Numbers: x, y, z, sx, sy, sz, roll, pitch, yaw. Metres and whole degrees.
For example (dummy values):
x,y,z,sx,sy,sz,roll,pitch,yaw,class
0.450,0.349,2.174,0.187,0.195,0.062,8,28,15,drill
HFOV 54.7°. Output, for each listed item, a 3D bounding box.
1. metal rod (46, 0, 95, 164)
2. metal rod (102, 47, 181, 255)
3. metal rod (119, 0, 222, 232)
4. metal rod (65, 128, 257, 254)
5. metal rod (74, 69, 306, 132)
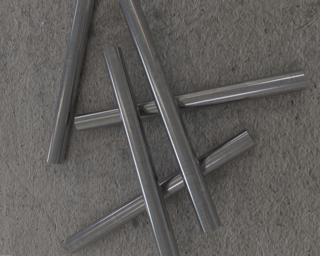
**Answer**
x,y,z,sx,sy,sz,roll,pitch,yaw,class
-0.126,-0.095,0.453,0.025,0.025,0.298,14,95,19,metal rod
-0.021,0.042,0.388,0.025,0.025,0.299,-18,84,19,metal rod
0.010,-0.023,0.377,0.025,0.025,0.299,-22,83,19,metal rod
-0.010,0.091,0.412,0.300,0.025,0.025,-34,79,16,metal rod
0.023,-0.031,0.400,0.301,0.025,0.025,-10,87,19,metal rod
